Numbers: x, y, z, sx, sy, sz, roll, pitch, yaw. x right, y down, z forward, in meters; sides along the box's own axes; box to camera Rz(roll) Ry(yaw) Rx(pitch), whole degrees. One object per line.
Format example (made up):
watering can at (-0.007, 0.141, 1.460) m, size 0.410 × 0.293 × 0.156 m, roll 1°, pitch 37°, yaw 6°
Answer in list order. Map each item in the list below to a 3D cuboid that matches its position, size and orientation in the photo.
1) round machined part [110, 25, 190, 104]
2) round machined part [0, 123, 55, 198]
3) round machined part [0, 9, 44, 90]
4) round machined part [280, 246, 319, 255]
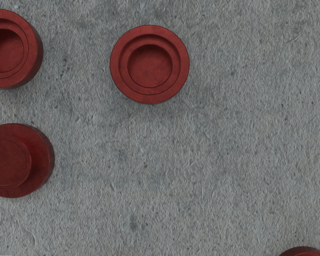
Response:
round machined part at (-0.012, -0.078, 0.401) m, size 0.099 × 0.042 × 0.097 m, roll 0°, pitch 90°, yaw 0°
round machined part at (-0.192, 0.042, 0.400) m, size 0.099 × 0.042 × 0.097 m, roll 0°, pitch 90°, yaw 0°
round machined part at (-0.199, -0.098, 0.400) m, size 0.099 × 0.042 × 0.097 m, roll 0°, pitch 90°, yaw 0°
round machined part at (0.196, 0.210, 0.403) m, size 0.099 × 0.042 × 0.097 m, roll 0°, pitch 90°, yaw 0°
